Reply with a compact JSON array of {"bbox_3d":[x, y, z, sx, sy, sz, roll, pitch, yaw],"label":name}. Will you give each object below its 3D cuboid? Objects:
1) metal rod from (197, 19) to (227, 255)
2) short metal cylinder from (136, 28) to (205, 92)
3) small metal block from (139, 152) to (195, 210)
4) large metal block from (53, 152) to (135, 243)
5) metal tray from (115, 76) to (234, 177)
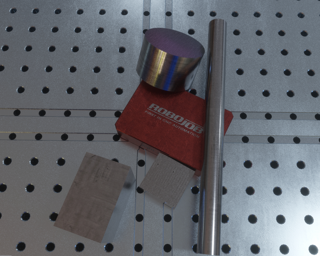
[{"bbox_3d":[0.066,-0.005,0.381,0.025,0.025,0.299,5,70,1],"label":"metal rod"},{"bbox_3d":[0.013,-0.092,0.413,0.081,0.050,0.080,12,38,-9],"label":"short metal cylinder"},{"bbox_3d":[0.009,0.066,0.388,0.050,0.025,0.050,29,73,9],"label":"small metal block"},{"bbox_3d":[-0.068,0.082,0.352,0.050,0.080,0.080,18,71,6],"label":"large metal block"},{"bbox_3d":[0.019,-0.005,0.411,0.130,0.030,0.090,26,72,9],"label":"metal tray"}]
